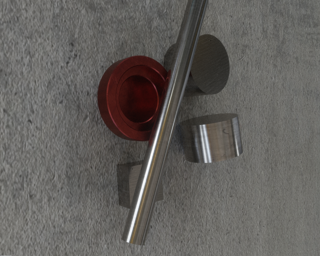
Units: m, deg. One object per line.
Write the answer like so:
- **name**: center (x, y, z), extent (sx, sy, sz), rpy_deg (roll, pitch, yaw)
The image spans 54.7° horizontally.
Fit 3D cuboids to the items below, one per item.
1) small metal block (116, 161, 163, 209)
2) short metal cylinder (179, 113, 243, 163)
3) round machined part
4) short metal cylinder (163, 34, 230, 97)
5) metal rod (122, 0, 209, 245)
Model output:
- **small metal block**: center (-0.024, 0.068, 0.385), extent (0.050, 0.025, 0.050), rpy_deg (-6, 94, -40)
- **short metal cylinder**: center (0.071, 0.012, 0.428), extent (0.081, 0.080, 0.050), rpy_deg (-17, 101, -39)
- **round machined part**: center (-0.031, -0.034, 0.368), extent (0.099, 0.042, 0.097), rpy_deg (0, 90, -40)
- **short metal cylinder**: center (0.052, -0.085, 0.431), extent (0.081, 0.050, 0.079), rpy_deg (0, 90, -40)
- **metal rod**: center (0.010, -0.021, 0.358), extent (0.025, 0.025, 0.299), rpy_deg (25, 75, -37)
